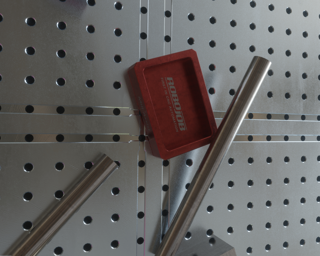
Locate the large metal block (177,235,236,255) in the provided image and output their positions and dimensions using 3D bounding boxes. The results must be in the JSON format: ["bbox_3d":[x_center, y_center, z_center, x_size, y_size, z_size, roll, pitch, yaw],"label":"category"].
[{"bbox_3d":[0.065,0.209,0.425,0.081,0.050,0.080,-19,97,-19],"label":"large metal block"}]

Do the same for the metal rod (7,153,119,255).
[{"bbox_3d":[-0.159,0.148,0.354,0.025,0.025,0.301,46,75,-15],"label":"metal rod"}]

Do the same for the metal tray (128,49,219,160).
[{"bbox_3d":[0.020,-0.032,0.418,0.091,0.030,0.129,-19,97,-20],"label":"metal tray"}]

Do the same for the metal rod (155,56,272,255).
[{"bbox_3d":[0.069,0.045,0.412,0.025,0.025,0.299,26,92,-19],"label":"metal rod"}]
